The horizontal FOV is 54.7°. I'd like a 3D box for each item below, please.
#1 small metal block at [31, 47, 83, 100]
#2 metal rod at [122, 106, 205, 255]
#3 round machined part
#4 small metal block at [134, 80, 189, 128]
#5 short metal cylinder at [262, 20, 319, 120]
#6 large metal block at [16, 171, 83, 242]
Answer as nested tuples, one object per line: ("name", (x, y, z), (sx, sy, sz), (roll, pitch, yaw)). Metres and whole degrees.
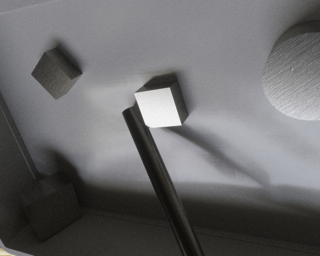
("small metal block", (-0.146, -0.076, 0.436), (0.050, 0.025, 0.050), (47, 129, -6))
("metal rod", (0.020, 0.109, 0.381), (0.025, 0.025, 0.299), (-35, 73, 38))
("round machined part", (-0.308, 0.074, 0.582), (0.042, 0.098, 0.098), (-45, 94, -3))
("small metal block", (0.002, -0.029, 0.388), (0.050, 0.025, 0.050), (-5, 116, 30))
("short metal cylinder", (0.140, -0.054, 0.286), (0.080, 0.050, 0.079), (13, 124, 20))
("large metal block", (-0.194, 0.136, 0.548), (0.050, 0.081, 0.079), (24, 131, 44))
